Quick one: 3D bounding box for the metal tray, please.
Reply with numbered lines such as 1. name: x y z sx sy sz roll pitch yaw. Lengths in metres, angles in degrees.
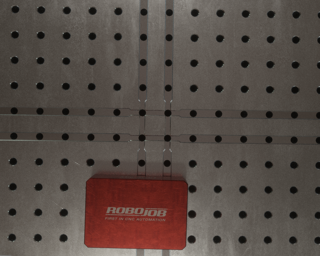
1. metal tray: -0.031 0.110 0.411 0.131 0.030 0.089 2 90 -1
